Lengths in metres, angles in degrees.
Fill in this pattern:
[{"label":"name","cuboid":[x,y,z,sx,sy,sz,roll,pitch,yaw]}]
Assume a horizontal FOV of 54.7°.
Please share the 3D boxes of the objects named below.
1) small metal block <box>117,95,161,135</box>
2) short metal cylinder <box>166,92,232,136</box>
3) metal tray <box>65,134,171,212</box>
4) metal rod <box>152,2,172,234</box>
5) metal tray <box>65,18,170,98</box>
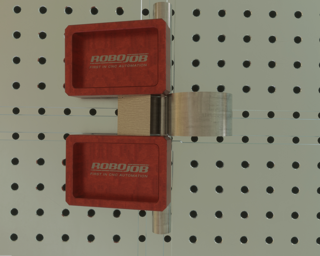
[{"label":"small metal block","cuboid":[-0.027,-0.016,0.399,0.050,0.025,0.050,1,90,31]},{"label":"short metal cylinder","cuboid":[0.048,-0.016,0.383,0.081,0.080,0.050,0,90,0]},{"label":"metal tray","cuboid":[-0.053,0.054,0.393,0.131,0.030,0.089,1,90,12]},{"label":"metal rod","cuboid":[0.003,-0.013,0.409,0.025,0.025,0.298,0,90,0]},{"label":"metal tray","cuboid":[-0.054,-0.085,0.393,0.131,0.030,0.089,0,90,12]}]
